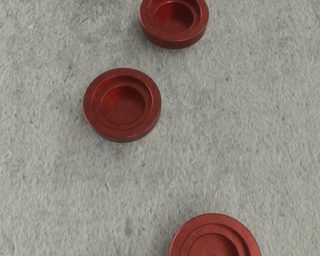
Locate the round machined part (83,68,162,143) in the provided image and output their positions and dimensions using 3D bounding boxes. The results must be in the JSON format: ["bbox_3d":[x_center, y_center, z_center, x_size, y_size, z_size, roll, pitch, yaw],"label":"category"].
[{"bbox_3d":[-0.047,-0.027,0.408,0.099,0.042,0.098,0,70,-1],"label":"round machined part"}]

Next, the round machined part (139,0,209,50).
[{"bbox_3d":[0.020,-0.157,0.457,0.099,0.042,0.098,0,70,-1],"label":"round machined part"}]

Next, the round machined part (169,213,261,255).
[{"bbox_3d":[0.059,0.147,0.346,0.099,0.042,0.098,0,70,-1],"label":"round machined part"}]
